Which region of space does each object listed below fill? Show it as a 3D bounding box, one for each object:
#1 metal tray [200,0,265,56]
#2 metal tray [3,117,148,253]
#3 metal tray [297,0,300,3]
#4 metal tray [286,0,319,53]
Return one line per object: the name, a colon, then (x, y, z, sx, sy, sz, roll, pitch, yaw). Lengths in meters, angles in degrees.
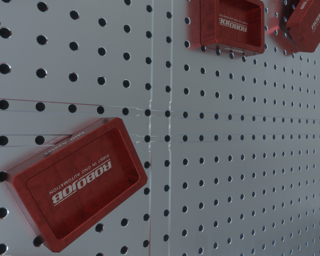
metal tray: (0.121, -0.172, 0.505, 0.131, 0.030, 0.090, -2, 91, -40)
metal tray: (-0.082, 0.055, 0.335, 0.131, 0.030, 0.090, -34, 111, -35)
metal tray: (0.345, -0.317, 0.691, 0.130, 0.030, 0.090, -50, 119, -28)
metal tray: (0.323, -0.236, 0.649, 0.090, 0.030, 0.130, 38, 82, -38)
